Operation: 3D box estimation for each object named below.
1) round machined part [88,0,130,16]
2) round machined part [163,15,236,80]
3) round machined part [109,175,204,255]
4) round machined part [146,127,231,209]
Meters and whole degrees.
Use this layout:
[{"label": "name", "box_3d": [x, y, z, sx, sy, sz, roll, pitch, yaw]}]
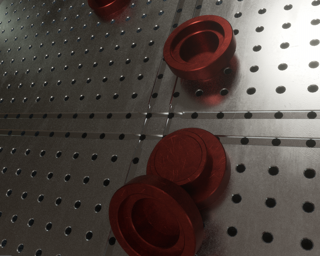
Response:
[{"label": "round machined part", "box_3d": [-0.104, -0.276, 0.619, 0.098, 0.042, 0.098, -13, 56, 20]}, {"label": "round machined part", "box_3d": [0.057, -0.106, 0.431, 0.098, 0.042, 0.098, -13, 56, 20]}, {"label": "round machined part", "box_3d": [-0.001, 0.093, 0.318, 0.098, 0.042, 0.097, 10, 111, 27]}, {"label": "round machined part", "box_3d": [0.028, 0.042, 0.356, 0.098, 0.042, 0.098, -13, 56, 20]}]
